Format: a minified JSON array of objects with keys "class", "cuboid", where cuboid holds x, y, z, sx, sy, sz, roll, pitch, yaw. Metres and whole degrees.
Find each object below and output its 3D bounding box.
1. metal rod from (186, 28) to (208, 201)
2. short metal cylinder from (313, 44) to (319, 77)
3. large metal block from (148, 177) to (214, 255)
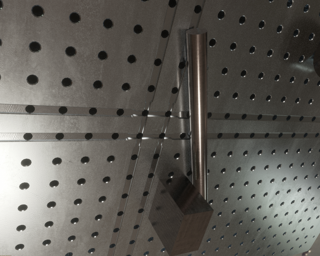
[{"class":"metal rod","cuboid":[0.056,0.008,0.449,0.025,0.025,0.298,-19,126,-18]},{"class":"short metal cylinder","cuboid":[0.286,-0.104,0.471,0.050,0.080,0.079,7,115,-32]},{"class":"large metal block","cuboid":[0.029,0.133,0.476,0.050,0.080,0.079,0,119,-29]}]
